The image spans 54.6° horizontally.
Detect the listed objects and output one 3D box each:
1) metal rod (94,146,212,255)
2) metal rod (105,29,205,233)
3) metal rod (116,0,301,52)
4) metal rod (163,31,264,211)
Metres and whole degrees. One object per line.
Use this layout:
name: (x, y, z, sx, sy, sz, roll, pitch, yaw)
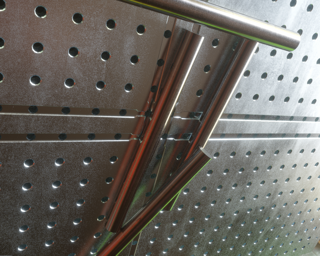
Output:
metal rod: (-0.034, 0.142, 0.462, 0.025, 0.025, 0.299, 32, 106, -38)
metal rod: (-0.014, 0.018, 0.413, 0.025, 0.025, 0.298, 10, 113, -33)
metal rod: (0.033, -0.126, 0.331, 0.302, 0.025, 0.025, 7, 115, -25)
metal rod: (0.067, -0.006, 0.443, 0.025, 0.025, 0.298, 12, 112, -33)
